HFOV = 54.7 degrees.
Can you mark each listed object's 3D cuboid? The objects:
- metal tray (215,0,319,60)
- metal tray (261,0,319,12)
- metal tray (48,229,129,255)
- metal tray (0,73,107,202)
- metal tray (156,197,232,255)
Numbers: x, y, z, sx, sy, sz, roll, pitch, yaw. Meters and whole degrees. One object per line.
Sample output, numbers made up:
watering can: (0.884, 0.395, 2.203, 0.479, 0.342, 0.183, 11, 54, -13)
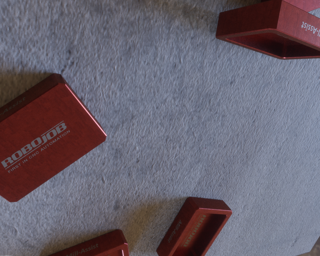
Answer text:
metal tray: (0.145, -0.112, 0.373, 0.131, 0.090, 0.030, 6, 95, -32)
metal tray: (0.189, -0.197, 0.388, 0.131, 0.030, 0.089, -24, 127, -14)
metal tray: (-0.113, 0.218, 0.478, 0.131, 0.030, 0.089, -16, 125, -20)
metal tray: (-0.137, 0.013, 0.338, 0.130, 0.030, 0.090, -35, 129, -5)
metal tray: (0.061, 0.186, 0.554, 0.091, 0.030, 0.129, 15, 111, -35)
